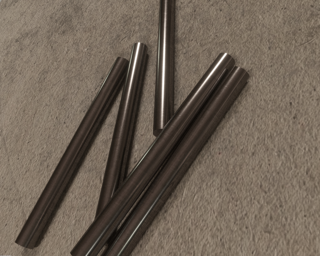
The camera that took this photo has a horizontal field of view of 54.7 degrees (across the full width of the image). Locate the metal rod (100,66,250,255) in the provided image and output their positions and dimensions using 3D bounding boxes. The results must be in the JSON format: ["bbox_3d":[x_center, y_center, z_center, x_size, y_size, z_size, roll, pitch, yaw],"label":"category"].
[{"bbox_3d":[0.016,0.049,0.364,0.025,0.025,0.300,28,76,37],"label":"metal rod"}]

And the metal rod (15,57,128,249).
[{"bbox_3d":[-0.117,0.023,0.449,0.025,0.025,0.300,12,67,33],"label":"metal rod"}]

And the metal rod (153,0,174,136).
[{"bbox_3d":[0.008,-0.122,0.472,0.025,0.025,0.299,-11,57,22],"label":"metal rod"}]

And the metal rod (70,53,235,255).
[{"bbox_3d":[0.002,0.024,0.369,0.025,0.025,0.300,25,70,36],"label":"metal rod"}]

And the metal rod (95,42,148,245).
[{"bbox_3d":[-0.050,0.002,0.427,0.025,0.025,0.299,-6,59,25],"label":"metal rod"}]
